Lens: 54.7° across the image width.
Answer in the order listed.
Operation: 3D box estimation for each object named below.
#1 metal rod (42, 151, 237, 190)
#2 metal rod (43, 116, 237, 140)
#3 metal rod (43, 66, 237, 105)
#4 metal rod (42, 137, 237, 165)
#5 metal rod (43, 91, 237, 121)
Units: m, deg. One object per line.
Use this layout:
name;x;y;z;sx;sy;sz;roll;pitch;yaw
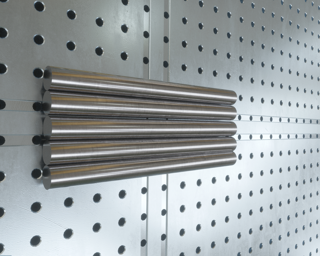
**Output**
metal rod;0.000;0.050;0.411;0.302;0.025;0.025;0;90;-40
metal rod;0.001;0.001;0.412;0.302;0.025;0.025;0;90;-40
metal rod;0.001;-0.050;0.412;0.302;0.025;0.025;0;90;-40
metal rod;0.001;0.026;0.411;0.302;0.025;0.025;0;90;-40
metal rod;0.001;-0.025;0.412;0.302;0.025;0.025;0;90;-40
